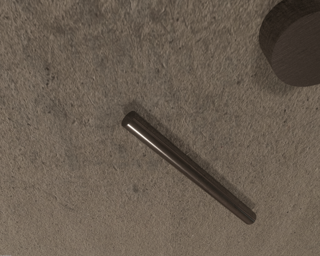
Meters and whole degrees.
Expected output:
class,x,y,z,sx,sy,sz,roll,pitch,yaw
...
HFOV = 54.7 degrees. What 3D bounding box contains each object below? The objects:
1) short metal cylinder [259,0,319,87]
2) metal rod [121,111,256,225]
class,x,y,z,sx,sy,sz,roll,pitch,yaw
short metal cylinder,0.148,-0.089,0.317,0.081,0.050,0.079,0,130,0
metal rod,0.059,0.073,0.470,0.025,0.025,0.301,-34,123,25
